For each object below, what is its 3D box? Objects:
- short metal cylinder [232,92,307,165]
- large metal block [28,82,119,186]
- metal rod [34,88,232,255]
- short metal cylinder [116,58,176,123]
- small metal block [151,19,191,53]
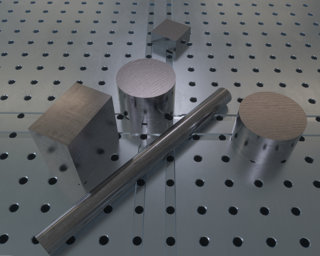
[{"bbox_3d":[0.136,-0.001,0.393,0.081,0.050,0.080,0,50,0],"label":"short metal cylinder"},{"bbox_3d":[-0.095,0.007,0.365,0.050,0.080,0.080,22,53,17],"label":"large metal block"},{"bbox_3d":[-0.012,0.035,0.378,0.025,0.025,0.302,37,59,26],"label":"metal rod"},{"bbox_3d":[-0.019,-0.053,0.436,0.081,0.050,0.080,0,50,0],"label":"short metal cylinder"},{"bbox_3d":[0.019,-0.163,0.545,0.050,0.025,0.050,26,55,20],"label":"small metal block"}]
